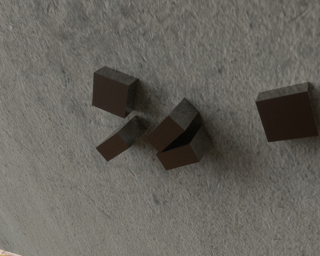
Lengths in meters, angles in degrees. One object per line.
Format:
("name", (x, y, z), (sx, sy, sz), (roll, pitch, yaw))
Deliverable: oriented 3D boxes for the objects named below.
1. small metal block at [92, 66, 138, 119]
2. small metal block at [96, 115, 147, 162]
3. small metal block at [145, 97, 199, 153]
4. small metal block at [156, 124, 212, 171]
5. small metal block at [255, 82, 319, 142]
("small metal block", (-0.060, -0.047, 0.408), (0.050, 0.025, 0.050), (22, 127, 14))
("small metal block", (-0.053, 0.014, 0.425), (0.050, 0.050, 0.025), (-33, 100, 38))
("small metal block", (0.015, -0.004, 0.379), (0.025, 0.050, 0.050), (44, 129, -2))
("small metal block", (0.031, 0.024, 0.388), (0.050, 0.050, 0.025), (-20, 108, 35))
("small metal block", (0.134, -0.016, 0.326), (0.050, 0.025, 0.050), (-11, 113, 32))
